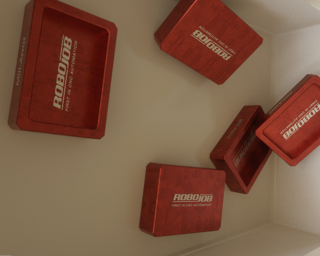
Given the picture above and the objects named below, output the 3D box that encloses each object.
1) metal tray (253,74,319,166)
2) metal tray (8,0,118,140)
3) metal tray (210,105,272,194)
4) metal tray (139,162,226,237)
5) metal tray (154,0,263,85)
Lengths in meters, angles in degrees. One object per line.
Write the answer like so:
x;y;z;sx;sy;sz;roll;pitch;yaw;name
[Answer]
0.231;-0.012;0.507;0.090;0.130;0.030;41;17;-3;metal tray
-0.097;-0.057;0.321;0.091;0.030;0.129;10;84;-40;metal tray
0.146;0.034;0.525;0.130;0.030;0.090;-49;119;-29;metal tray
0.036;0.099;0.434;0.131;0.030;0.090;11;83;-39;metal tray
0.069;-0.122;0.424;0.131;0.090;0.030;22;31;-38;metal tray
